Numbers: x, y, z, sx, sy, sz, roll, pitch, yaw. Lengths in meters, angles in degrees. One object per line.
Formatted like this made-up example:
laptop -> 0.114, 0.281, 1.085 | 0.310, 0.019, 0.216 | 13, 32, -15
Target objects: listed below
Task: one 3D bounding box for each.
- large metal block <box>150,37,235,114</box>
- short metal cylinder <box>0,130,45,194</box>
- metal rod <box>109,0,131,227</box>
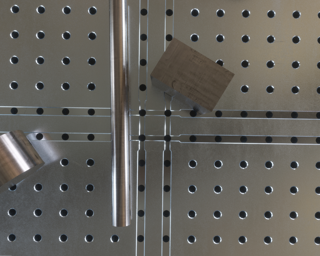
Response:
large metal block -> 0.036, -0.060, 0.386 | 0.080, 0.080, 0.050 | 31, 90, -1
short metal cylinder -> -0.193, 0.045, 0.383 | 0.080, 0.080, 0.050 | -35, 90, 0
metal rod -> -0.053, -0.021, 0.412 | 0.025, 0.025, 0.298 | -1, 90, -1
